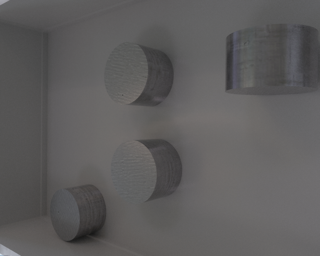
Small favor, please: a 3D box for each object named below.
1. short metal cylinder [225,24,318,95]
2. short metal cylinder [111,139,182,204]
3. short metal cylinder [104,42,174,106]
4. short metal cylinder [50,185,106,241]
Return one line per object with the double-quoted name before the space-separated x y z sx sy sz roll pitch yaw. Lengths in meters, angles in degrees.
"short metal cylinder" 0.102 -0.059 0.287 0.080 0.081 0.050 1 91 40
"short metal cylinder" -0.018 0.055 0.406 0.080 0.050 0.080 0 90 40
"short metal cylinder" -0.029 -0.070 0.415 0.080 0.050 0.080 0 90 40
"short metal cylinder" -0.133 0.135 0.501 0.080 0.050 0.080 0 90 40
